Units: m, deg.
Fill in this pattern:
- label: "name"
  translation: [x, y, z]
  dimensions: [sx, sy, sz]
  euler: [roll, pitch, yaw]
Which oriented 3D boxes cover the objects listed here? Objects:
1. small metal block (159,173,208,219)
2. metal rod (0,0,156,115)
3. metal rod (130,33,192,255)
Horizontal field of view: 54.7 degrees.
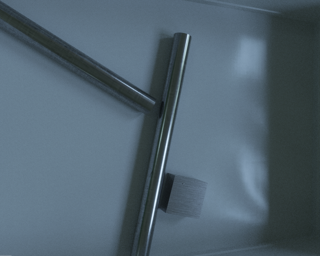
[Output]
- label: "small metal block"
  translation: [0.032, 0.093, 0.424]
  dimensions: [0.050, 0.025, 0.050]
  euler: [16, 85, -20]
- label: "metal rod"
  translation: [-0.135, -0.102, 0.360]
  dimensions: [0.301, 0.025, 0.025]
  euler: [31, 80, -18]
- label: "metal rod"
  translation: [0.002, 0.021, 0.412]
  dimensions: [0.025, 0.025, 0.298]
  euler: [13, 86, -20]
